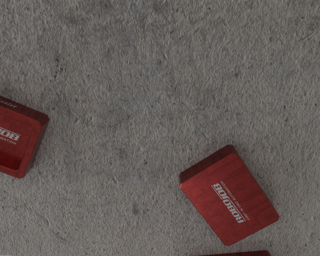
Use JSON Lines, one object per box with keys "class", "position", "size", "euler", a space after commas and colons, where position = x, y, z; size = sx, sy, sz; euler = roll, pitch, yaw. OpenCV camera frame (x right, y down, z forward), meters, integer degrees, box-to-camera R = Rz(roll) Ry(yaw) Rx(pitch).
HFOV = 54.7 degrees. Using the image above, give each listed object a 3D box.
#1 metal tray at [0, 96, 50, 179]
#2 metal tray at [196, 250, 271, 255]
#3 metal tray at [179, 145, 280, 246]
{"class": "metal tray", "position": [-0.224, 0.002, 0.405], "size": [0.131, 0.030, 0.089], "euler": [23, 108, -9]}
{"class": "metal tray", "position": [0.115, 0.248, 0.499], "size": [0.131, 0.030, 0.089], "euler": [-5, 110, 1]}
{"class": "metal tray", "position": [0.099, 0.099, 0.444], "size": [0.090, 0.030, 0.130], "euler": [-33, 107, 11]}
